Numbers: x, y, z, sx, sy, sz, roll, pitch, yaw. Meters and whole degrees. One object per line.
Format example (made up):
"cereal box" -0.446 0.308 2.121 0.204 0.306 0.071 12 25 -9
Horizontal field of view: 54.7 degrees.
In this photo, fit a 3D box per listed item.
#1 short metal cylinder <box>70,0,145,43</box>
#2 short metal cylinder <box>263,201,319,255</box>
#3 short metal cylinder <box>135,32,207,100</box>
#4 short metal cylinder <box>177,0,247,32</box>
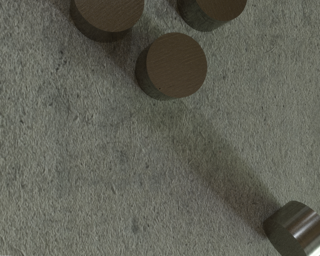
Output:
"short metal cylinder" -0.064 -0.148 0.372 0.081 0.050 0.080 0 90 -20
"short metal cylinder" 0.200 0.155 0.453 0.050 0.080 0.080 -30 100 -17
"short metal cylinder" 0.013 -0.077 0.400 0.081 0.050 0.080 0 90 -20
"short metal cylinder" 0.070 -0.178 0.421 0.081 0.050 0.080 0 90 -20
